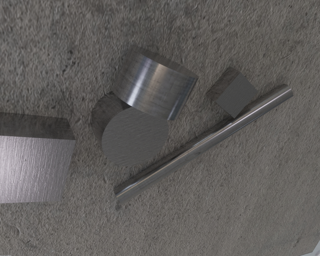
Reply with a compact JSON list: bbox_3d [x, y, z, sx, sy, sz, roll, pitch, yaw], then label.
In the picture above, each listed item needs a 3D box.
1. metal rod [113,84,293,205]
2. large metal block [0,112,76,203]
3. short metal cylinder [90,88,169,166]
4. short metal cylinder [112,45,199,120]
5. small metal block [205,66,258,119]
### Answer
[{"bbox_3d":[0.068,0.020,0.456,0.301,0.025,0.025,-31,129,-8],"label":"metal rod"},{"bbox_3d":[-0.144,0.032,0.332,0.081,0.050,0.079,6,116,-31],"label":"large metal block"},{"bbox_3d":[-0.037,-0.002,0.369,0.081,0.050,0.079,-14,124,-21],"label":"short metal cylinder"},{"bbox_3d":[-0.005,-0.050,0.338,0.081,0.080,0.050,14,111,-34],"label":"short metal cylinder"},{"bbox_3d":[0.100,-0.049,0.431,0.050,0.025,0.050,34,99,-39],"label":"small metal block"}]
